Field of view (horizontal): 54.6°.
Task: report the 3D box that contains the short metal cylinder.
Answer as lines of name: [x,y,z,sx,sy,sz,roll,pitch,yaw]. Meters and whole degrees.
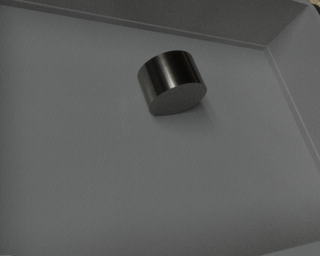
short metal cylinder: [0.016,-0.058,0.413,0.081,0.080,0.050,-7,65,-31]
